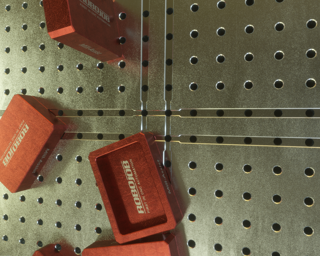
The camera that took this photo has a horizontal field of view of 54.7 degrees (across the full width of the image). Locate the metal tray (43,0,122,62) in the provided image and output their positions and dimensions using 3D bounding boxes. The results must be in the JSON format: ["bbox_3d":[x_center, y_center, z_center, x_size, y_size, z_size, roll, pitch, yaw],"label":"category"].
[{"bbox_3d":[-0.093,-0.142,0.388,0.030,0.130,0.089,-11,86,16],"label":"metal tray"}]

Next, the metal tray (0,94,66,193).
[{"bbox_3d":[-0.216,0.024,0.484,0.090,0.030,0.129,38,102,15],"label":"metal tray"}]

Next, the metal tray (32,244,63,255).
[{"bbox_3d":[-0.179,0.257,0.471,0.090,0.030,0.129,38,102,15],"label":"metal tray"}]

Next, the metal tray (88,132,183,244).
[{"bbox_3d":[-0.035,0.080,0.421,0.090,0.030,0.129,-22,83,18],"label":"metal tray"}]

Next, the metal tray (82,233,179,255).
[{"bbox_3d":[-0.036,0.199,0.422,0.130,0.030,0.089,-13,86,19],"label":"metal tray"}]
